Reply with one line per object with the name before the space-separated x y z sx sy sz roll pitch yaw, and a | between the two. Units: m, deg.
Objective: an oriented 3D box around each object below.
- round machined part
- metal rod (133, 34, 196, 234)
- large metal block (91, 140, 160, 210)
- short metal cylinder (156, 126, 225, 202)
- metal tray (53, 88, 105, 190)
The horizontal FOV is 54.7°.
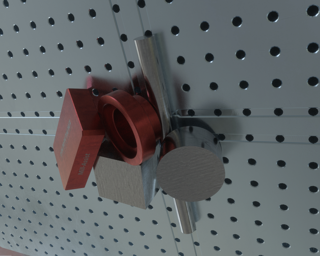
round machined part | -0.036 -0.004 0.400 0.098 0.042 0.097 36 142 36
metal rod | 0.013 0.026 0.421 0.025 0.025 0.298 1 119 28
large metal block | -0.049 0.065 0.461 0.080 0.050 0.079 10 123 23
short metal cylinder | 0.038 0.044 0.385 0.080 0.050 0.079 2 117 4
metal tray | -0.123 0.018 0.452 0.090 0.030 0.129 61 139 35
